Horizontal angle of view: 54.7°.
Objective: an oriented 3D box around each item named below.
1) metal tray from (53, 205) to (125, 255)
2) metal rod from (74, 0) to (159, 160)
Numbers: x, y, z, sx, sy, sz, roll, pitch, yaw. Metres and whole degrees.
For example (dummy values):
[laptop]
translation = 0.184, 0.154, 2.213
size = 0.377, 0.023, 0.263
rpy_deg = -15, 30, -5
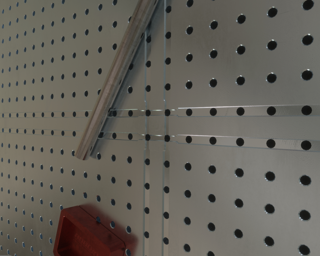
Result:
[metal tray]
translation = -0.119, 0.196, 0.501
size = 0.130, 0.030, 0.089
rpy_deg = 23, 104, 37
[metal rod]
translation = -0.065, -0.078, 0.460
size = 0.025, 0.025, 0.298
rpy_deg = 41, 115, 32
